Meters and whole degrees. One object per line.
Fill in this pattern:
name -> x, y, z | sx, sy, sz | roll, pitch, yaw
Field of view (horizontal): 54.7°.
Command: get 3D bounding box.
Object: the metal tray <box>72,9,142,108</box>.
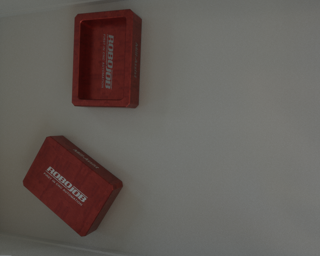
metal tray -> -0.075, -0.094, 0.434 | 0.090, 0.030, 0.129 | 2, 91, 20

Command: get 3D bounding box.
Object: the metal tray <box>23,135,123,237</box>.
metal tray -> -0.130, 0.082, 0.454 | 0.130, 0.030, 0.090 | 34, 101, 16
